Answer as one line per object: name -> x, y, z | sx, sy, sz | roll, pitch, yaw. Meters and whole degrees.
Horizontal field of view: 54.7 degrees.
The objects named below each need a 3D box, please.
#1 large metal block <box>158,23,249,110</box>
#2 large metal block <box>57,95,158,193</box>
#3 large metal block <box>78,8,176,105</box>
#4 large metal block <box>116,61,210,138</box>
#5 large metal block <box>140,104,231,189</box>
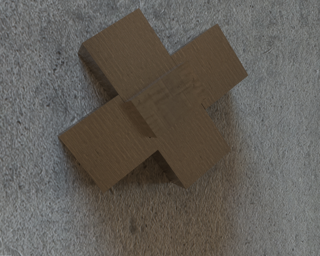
large metal block -> 0.057, -0.079, 0.418 | 0.080, 0.050, 0.080 | -38, 103, -16
large metal block -> -0.064, 0.017, 0.373 | 0.080, 0.050, 0.080 | -38, 103, -16
large metal block -> -0.041, -0.085, 0.382 | 0.080, 0.050, 0.080 | -38, 103, -16
large metal block -> 0.000, -0.033, 0.382 | 0.080, 0.080, 0.050 | -38, 103, -16
large metal block -> 0.032, 0.020, 0.409 | 0.080, 0.050, 0.080 | -38, 103, -16
